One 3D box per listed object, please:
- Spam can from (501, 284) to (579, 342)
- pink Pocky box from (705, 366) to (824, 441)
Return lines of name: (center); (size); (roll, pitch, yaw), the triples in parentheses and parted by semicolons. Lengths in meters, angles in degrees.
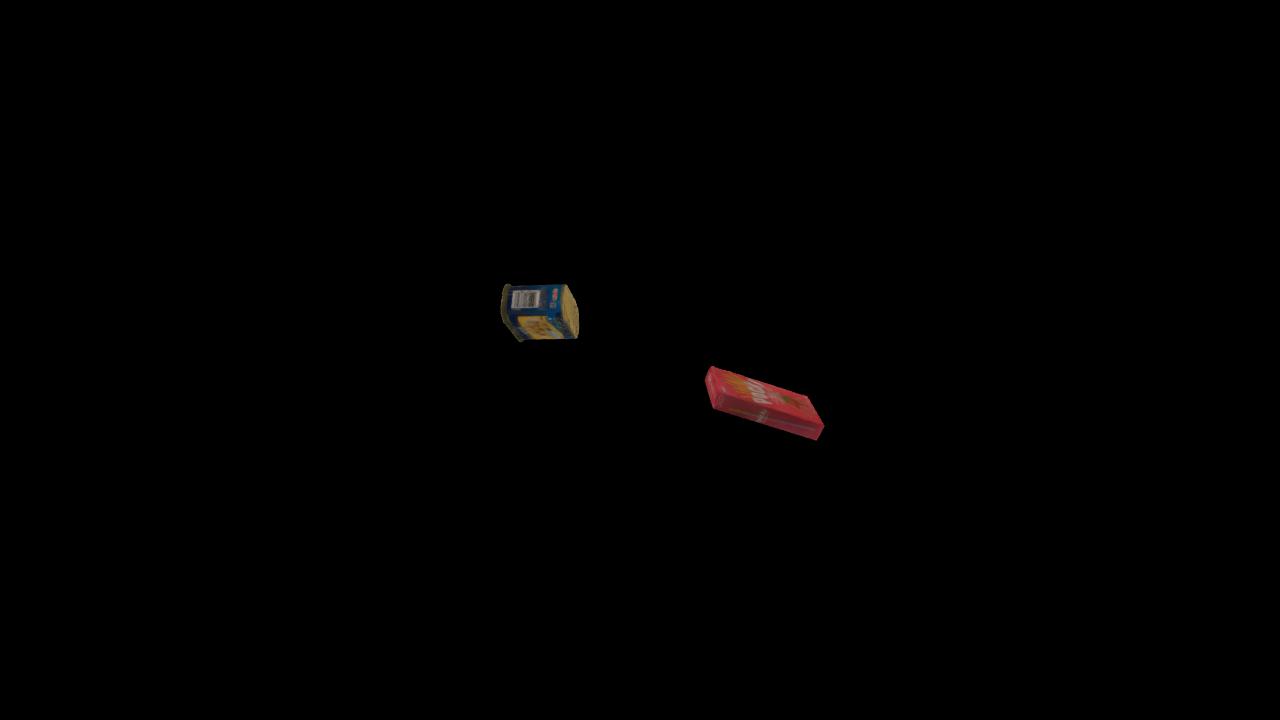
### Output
Spam can: (-0.135, -0.065, 0.855); (0.085, 0.058, 0.101); (-1, -19, 7)
pink Pocky box: (0.168, 0.058, 0.840); (0.155, 0.029, 0.084); (17, 23, -10)
